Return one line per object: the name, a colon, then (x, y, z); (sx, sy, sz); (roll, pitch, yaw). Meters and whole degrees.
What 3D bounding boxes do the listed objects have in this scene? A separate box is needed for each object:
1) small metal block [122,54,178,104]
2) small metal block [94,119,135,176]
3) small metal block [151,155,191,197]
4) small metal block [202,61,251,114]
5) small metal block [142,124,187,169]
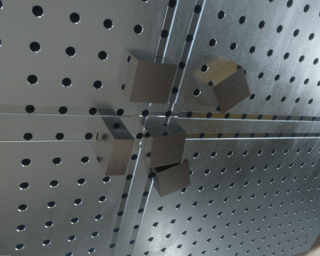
small metal block: (-0.013, -0.058, 0.370); (0.050, 0.025, 0.050); (1, 118, -29)
small metal block: (-0.057, 0.023, 0.379); (0.025, 0.050, 0.050); (4, 117, -31)
small metal block: (0.017, 0.070, 0.465); (0.050, 0.025, 0.050); (-20, 126, -17)
small metal block: (0.093, -0.056, 0.430); (0.050, 0.025, 0.050); (-35, 129, -6)
small metal block: (0.005, 0.025, 0.431); (0.050, 0.025, 0.050); (-8, 122, -25)
